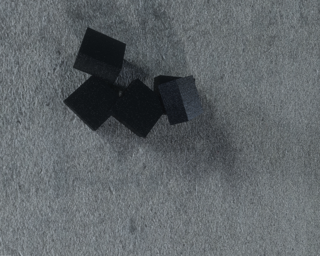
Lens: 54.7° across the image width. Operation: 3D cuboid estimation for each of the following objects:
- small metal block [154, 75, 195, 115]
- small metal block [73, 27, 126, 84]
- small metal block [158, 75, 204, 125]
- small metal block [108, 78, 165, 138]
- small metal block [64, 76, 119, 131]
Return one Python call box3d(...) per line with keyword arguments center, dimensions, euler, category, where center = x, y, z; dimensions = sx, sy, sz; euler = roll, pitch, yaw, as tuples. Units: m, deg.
box3d(center=(0.019, -0.043, 0.418), dimensions=(0.050, 0.025, 0.050), euler=(2, 89, -21), category="small metal block")
box3d(center=(-0.071, -0.087, 0.372), dimensions=(0.050, 0.025, 0.050), euler=(20, 47, -19), category="small metal block")
box3d(center=(0.027, -0.035, 0.381), dimensions=(0.050, 0.025, 0.050), euler=(-28, 103, -58), category="small metal block")
box3d(center=(-0.026, -0.023, 0.374), dimensions=(0.050, 0.025, 0.050), euler=(40, 77, -16), category="small metal block")
box3d(center=(-0.081, -0.032, 0.380), dimensions=(0.050, 0.025, 0.050), euler=(-47, 105, -14), category="small metal block")
